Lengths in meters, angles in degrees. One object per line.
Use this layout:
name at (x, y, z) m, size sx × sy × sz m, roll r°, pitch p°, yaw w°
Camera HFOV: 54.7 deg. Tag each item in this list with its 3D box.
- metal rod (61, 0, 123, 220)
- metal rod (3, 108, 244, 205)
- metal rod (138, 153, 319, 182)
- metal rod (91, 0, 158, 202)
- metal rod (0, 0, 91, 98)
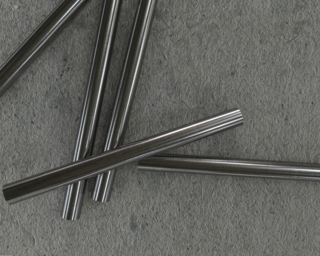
metal rod at (-0.089, -0.029, 0.409) m, size 0.025 × 0.025 × 0.298 m, roll 11°, pitch 90°, yaw 0°
metal rod at (-0.037, 0.032, 0.387) m, size 0.302 × 0.025 × 0.025 m, roll -18°, pitch 90°, yaw -9°
metal rod at (0.123, 0.054, 0.410) m, size 0.302 × 0.025 × 0.025 m, roll 4°, pitch 90°, yaw 0°
metal rod at (-0.044, -0.051, 0.409) m, size 0.025 × 0.025 × 0.298 m, roll 14°, pitch 90°, yaw 0°
metal rod at (-0.157, -0.118, 0.408) m, size 0.025 × 0.025 × 0.300 m, roll 43°, pitch 90°, yaw 0°
